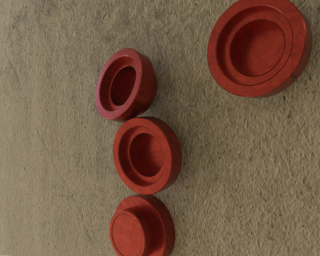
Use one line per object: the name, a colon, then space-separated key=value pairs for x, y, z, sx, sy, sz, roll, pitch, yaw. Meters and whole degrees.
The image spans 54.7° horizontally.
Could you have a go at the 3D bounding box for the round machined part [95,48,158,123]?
round machined part: x=-0.042 y=-0.054 z=0.419 sx=0.098 sy=0.042 sz=0.098 roll=-16 pitch=66 yaw=41

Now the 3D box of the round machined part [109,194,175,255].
round machined part: x=-0.031 y=0.141 z=0.420 sx=0.098 sy=0.042 sz=0.097 roll=0 pitch=90 yaw=40

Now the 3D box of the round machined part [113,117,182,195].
round machined part: x=-0.012 y=0.033 z=0.400 sx=0.098 sy=0.042 sz=0.097 roll=5 pitch=98 yaw=38

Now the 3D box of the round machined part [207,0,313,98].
round machined part: x=0.101 y=-0.078 z=0.311 sx=0.098 sy=0.042 sz=0.097 roll=0 pitch=90 yaw=40
